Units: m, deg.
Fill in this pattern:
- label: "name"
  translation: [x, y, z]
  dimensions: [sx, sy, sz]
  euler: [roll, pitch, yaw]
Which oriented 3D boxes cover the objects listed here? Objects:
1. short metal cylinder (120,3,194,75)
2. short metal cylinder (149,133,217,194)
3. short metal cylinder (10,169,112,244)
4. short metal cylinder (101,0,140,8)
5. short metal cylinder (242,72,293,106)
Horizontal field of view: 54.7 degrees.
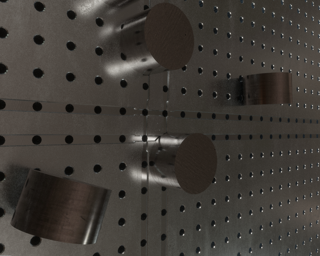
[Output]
- label: "short metal cylinder"
  translation: [-0.003, -0.110, 0.392]
  dimensions: [0.081, 0.050, 0.079]
  euler: [0, 90, -40]
- label: "short metal cylinder"
  translation: [0.032, 0.046, 0.422]
  dimensions: [0.081, 0.050, 0.079]
  euler: [0, 90, -40]
- label: "short metal cylinder"
  translation: [-0.092, 0.074, 0.297]
  dimensions: [0.080, 0.080, 0.050]
  euler: [24, 75, -38]
- label: "short metal cylinder"
  translation: [-0.041, -0.188, 0.360]
  dimensions: [0.081, 0.050, 0.079]
  euler: [0, 91, -40]
- label: "short metal cylinder"
  translation: [0.184, -0.065, 0.530]
  dimensions: [0.081, 0.080, 0.050]
  euler: [-5, 93, -40]
